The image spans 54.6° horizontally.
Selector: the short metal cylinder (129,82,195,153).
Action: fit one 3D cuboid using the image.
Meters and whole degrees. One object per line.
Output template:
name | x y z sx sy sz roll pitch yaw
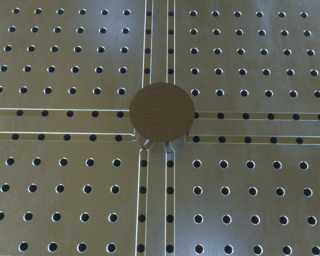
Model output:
short metal cylinder | 0.003 -0.012 0.403 0.080 0.050 0.080 0 70 0
